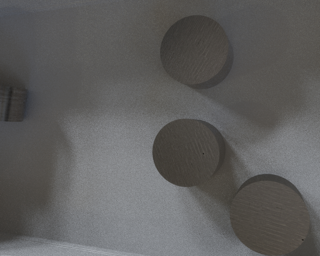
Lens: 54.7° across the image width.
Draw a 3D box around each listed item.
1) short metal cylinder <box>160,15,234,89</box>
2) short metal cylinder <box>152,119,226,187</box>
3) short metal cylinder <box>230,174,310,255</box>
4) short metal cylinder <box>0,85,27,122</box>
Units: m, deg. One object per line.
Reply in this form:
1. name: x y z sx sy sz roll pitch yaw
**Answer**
1. short metal cylinder: 0.047 -0.090 0.380 0.080 0.050 0.079 0 90 19
2. short metal cylinder: 0.037 0.029 0.384 0.080 0.050 0.079 0 90 19
3. short metal cylinder: 0.124 0.096 0.353 0.080 0.050 0.079 0 90 19
4. short metal cylinder: -0.246 -0.040 0.466 0.080 0.080 0.050 11 94 19
